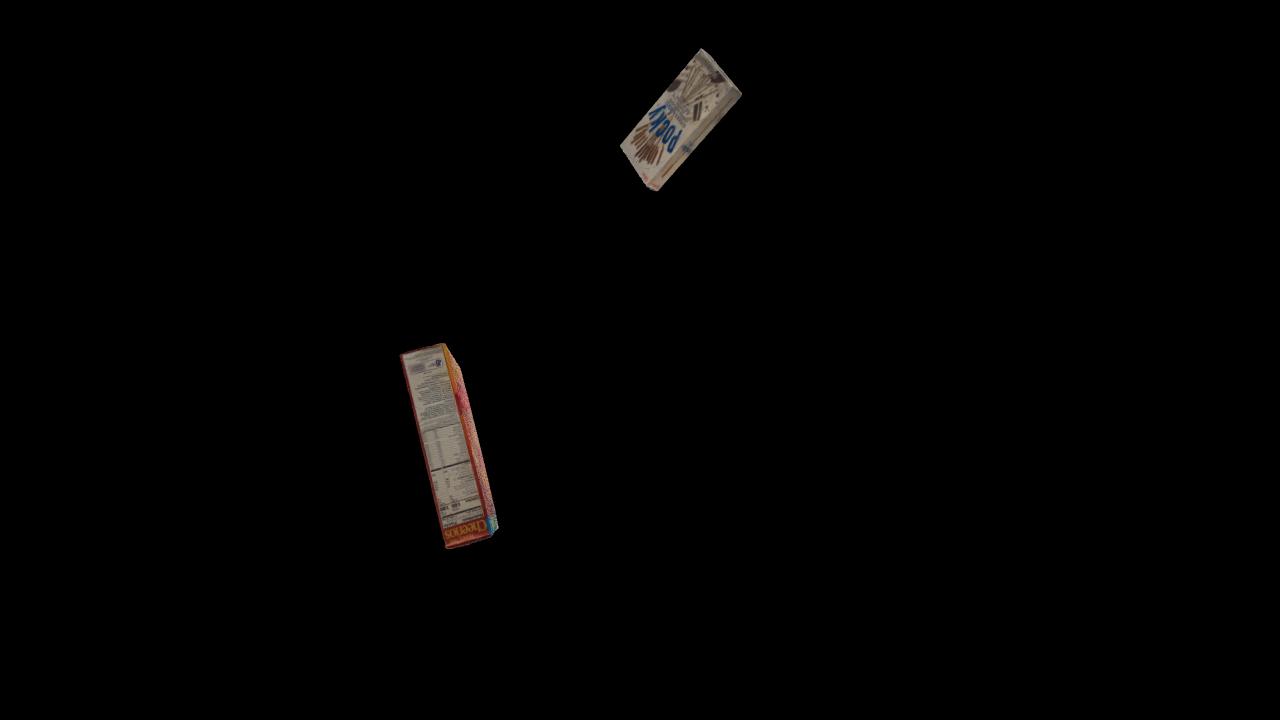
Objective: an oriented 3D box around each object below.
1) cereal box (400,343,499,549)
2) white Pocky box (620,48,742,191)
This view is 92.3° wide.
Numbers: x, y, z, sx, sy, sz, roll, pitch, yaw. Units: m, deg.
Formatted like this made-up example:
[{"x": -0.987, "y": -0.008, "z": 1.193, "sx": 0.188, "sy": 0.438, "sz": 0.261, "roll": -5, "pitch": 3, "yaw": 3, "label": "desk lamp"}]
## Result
[{"x": -0.305, "y": 0.145, "z": 1.008, "sx": 0.081, "sy": 0.306, "sz": 0.203, "roll": -15, "pitch": -10, "yaw": -13, "label": "cereal box"}, {"x": 0.047, "y": -0.292, "z": 0.754, "sx": 0.154, "sy": 0.084, "sz": 0.028, "roll": -43, "pitch": -31, "yaw": 27, "label": "white Pocky box"}]
